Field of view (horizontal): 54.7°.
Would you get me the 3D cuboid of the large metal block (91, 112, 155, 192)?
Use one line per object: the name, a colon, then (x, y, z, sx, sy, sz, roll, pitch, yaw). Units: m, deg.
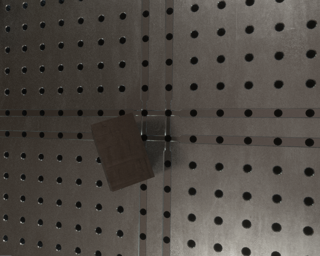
large metal block: (-0.050, 0.033, 0.392, 0.050, 0.080, 0.080, -18, 83, -14)
